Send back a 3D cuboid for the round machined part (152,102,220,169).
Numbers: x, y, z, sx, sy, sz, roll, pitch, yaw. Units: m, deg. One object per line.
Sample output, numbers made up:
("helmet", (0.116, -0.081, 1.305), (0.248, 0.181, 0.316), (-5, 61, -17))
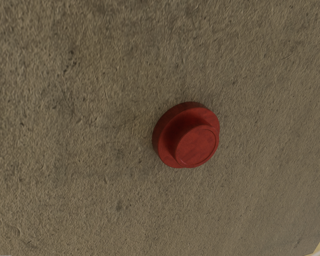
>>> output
("round machined part", (0.042, 0.016, 0.428), (0.099, 0.042, 0.097), (-14, 124, -21))
